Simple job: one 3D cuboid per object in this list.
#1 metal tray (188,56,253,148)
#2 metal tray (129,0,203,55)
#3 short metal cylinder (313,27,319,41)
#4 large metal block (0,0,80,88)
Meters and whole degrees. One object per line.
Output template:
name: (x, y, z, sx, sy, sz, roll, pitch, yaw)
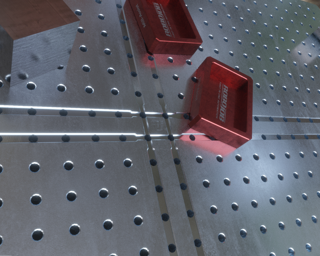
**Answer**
metal tray: (0.099, -0.043, 0.483, 0.090, 0.030, 0.130, 23, 53, -14)
metal tray: (0.008, -0.184, 0.521, 0.091, 0.030, 0.130, -6, 65, -31)
short metal cylinder: (0.420, -0.241, 0.746, 0.050, 0.080, 0.080, 49, 51, 5)
large metal block: (-0.148, -0.103, 0.356, 0.050, 0.080, 0.081, 49, 51, 6)
